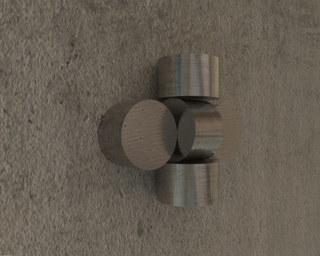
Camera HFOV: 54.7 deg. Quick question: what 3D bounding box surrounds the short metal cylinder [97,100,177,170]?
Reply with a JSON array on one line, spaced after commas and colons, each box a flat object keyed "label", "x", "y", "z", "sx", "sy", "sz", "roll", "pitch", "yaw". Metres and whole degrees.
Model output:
[{"label": "short metal cylinder", "x": -0.026, "y": 0.008, "z": 0.368, "sx": 0.081, "sy": 0.050, "sz": 0.080, "roll": 0, "pitch": 90, "yaw": -41}]

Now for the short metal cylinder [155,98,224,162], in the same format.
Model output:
[{"label": "short metal cylinder", "x": 0.034, "y": 0.003, "z": 0.399, "sx": 0.050, "sy": 0.080, "sz": 0.080, "roll": 1, "pitch": 90, "yaw": -40}]

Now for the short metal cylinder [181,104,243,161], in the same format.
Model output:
[{"label": "short metal cylinder", "x": 0.075, "y": 0.005, "z": 0.452, "sx": 0.081, "sy": 0.050, "sz": 0.080, "roll": -1, "pitch": 91, "yaw": -40}]

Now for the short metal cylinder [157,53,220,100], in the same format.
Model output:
[{"label": "short metal cylinder", "x": 0.037, "y": -0.063, "z": 0.402, "sx": 0.081, "sy": 0.080, "sz": 0.050, "roll": 0, "pitch": 90, "yaw": -40}]

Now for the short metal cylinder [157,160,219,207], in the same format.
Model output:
[{"label": "short metal cylinder", "x": 0.036, "y": 0.067, "z": 0.401, "sx": 0.081, "sy": 0.080, "sz": 0.050, "roll": 0, "pitch": 90, "yaw": -40}]
